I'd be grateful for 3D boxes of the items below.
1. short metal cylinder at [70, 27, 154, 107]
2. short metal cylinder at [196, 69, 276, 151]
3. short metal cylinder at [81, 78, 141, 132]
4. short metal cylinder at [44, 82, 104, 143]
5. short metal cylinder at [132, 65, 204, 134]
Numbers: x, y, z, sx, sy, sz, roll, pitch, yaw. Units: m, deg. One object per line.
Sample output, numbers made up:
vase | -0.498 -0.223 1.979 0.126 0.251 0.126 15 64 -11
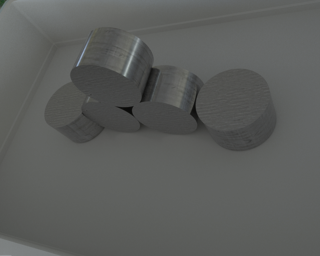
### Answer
short metal cylinder | -0.052 -0.066 0.348 0.080 0.080 0.050 2 63 29
short metal cylinder | 0.087 -0.021 0.354 0.080 0.050 0.080 -13 56 21
short metal cylinder | -0.059 -0.035 0.420 0.080 0.080 0.050 2 63 29
short metal cylinder | -0.125 -0.024 0.468 0.080 0.050 0.080 -13 56 21
short metal cylinder | 0.012 -0.032 0.382 0.080 0.080 0.050 2 63 29
